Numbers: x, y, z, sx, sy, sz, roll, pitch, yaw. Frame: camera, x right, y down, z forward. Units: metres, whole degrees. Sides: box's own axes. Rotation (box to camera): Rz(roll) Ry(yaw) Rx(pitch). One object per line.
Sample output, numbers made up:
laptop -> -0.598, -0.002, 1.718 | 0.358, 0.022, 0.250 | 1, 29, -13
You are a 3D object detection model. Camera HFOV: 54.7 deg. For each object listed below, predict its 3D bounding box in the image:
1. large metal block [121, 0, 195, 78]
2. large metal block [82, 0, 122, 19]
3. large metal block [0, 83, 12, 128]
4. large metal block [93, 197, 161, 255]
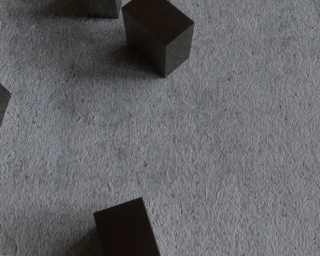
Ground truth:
large metal block -> -0.003, -0.128, 0.426 | 0.050, 0.080, 0.080 | -43, 76, -14
large metal block -> -0.086, -0.223, 0.460 | 0.050, 0.080, 0.080 | 4, 70, 2
large metal block -> -0.255, -0.024, 0.402 | 0.080, 0.050, 0.080 | 7, 70, 2
large metal block -> -0.029, 0.125, 0.333 | 0.050, 0.080, 0.080 | -18, 71, -6
